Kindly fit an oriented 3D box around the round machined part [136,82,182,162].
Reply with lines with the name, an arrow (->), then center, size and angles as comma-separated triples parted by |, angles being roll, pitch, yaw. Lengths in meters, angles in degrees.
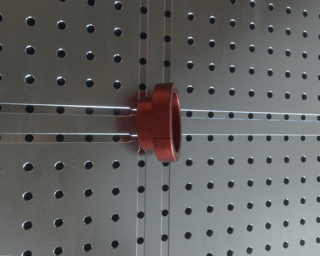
round machined part -> -0.001, -0.006, 0.384 | 0.042, 0.098, 0.097 | -2, 91, 11
